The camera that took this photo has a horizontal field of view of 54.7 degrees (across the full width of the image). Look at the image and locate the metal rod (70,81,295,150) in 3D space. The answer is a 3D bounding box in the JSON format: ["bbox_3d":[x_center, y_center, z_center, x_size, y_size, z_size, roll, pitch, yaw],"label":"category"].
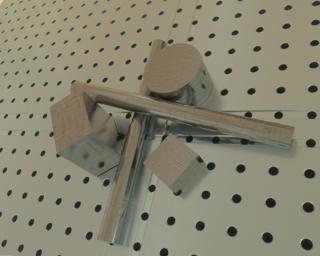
[{"bbox_3d":[0.008,-0.023,0.392,0.301,0.025,0.025,14,69,25],"label":"metal rod"}]

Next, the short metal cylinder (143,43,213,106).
[{"bbox_3d":[0.025,-0.067,0.419,0.080,0.050,0.080,-13,56,20],"label":"short metal cylinder"}]

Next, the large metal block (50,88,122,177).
[{"bbox_3d":[-0.096,0.007,0.416,0.050,0.080,0.080,-31,52,8],"label":"large metal block"}]

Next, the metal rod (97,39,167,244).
[{"bbox_3d":[-0.031,0.000,0.423,0.025,0.025,0.300,-1,61,27],"label":"metal rod"}]

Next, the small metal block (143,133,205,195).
[{"bbox_3d":[0.017,0.042,0.373,0.050,0.025,0.050,-48,52,-6],"label":"small metal block"}]
